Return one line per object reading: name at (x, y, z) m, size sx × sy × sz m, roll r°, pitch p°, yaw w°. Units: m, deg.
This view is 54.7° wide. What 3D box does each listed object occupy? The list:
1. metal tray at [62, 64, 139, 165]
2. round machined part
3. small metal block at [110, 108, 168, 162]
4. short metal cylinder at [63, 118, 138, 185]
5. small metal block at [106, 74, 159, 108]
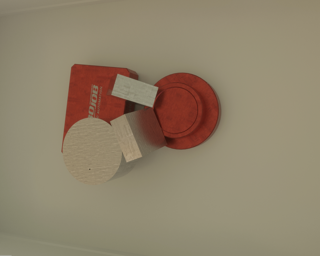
metal tray at (-0.084, -0.020, 0.432) m, size 0.090 × 0.030 × 0.129 m, roll 8°, pitch 93°, yaw 19°
round machined part at (0.025, -0.021, 0.390) m, size 0.098 × 0.042 × 0.097 m, roll 0°, pitch 90°, yaw 19°
small metal block at (-0.024, 0.006, 0.361) m, size 0.025 × 0.050 × 0.050 m, roll -23°, pitch 89°, yaw 37°
short metal cylinder at (-0.073, 0.027, 0.388) m, size 0.080 × 0.050 × 0.079 m, roll 0°, pitch 90°, yaw 19°
small metal block at (-0.036, -0.045, 0.380) m, size 0.050 × 0.050 × 0.025 m, roll 16°, pitch 90°, yaw -18°
